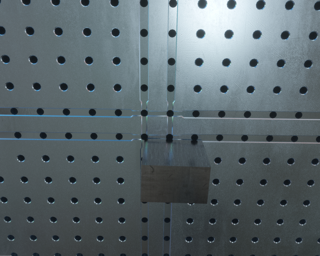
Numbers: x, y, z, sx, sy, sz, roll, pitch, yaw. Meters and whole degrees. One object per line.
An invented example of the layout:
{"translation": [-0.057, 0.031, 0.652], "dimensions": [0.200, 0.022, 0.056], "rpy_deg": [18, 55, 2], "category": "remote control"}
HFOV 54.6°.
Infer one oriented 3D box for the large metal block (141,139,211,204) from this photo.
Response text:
{"translation": [0.018, 0.053, 0.404], "dimensions": [0.080, 0.080, 0.050], "rpy_deg": [2, 110, -1], "category": "large metal block"}
